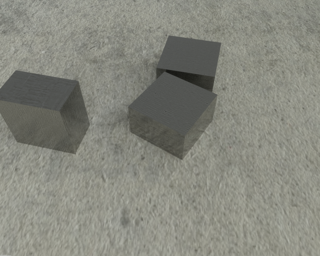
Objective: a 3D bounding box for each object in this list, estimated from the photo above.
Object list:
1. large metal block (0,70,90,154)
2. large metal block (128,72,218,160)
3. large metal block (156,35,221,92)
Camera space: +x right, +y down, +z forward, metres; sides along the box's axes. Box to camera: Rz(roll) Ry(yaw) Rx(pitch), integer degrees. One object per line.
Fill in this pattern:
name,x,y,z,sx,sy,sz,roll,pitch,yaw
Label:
large metal block,-0.140,-0.018,0.381,0.080,0.080,0.050,11,51,8
large metal block,0.017,-0.018,0.402,0.080,0.050,0.080,27,55,21
large metal block,0.043,-0.089,0.463,0.080,0.050,0.080,10,51,8
